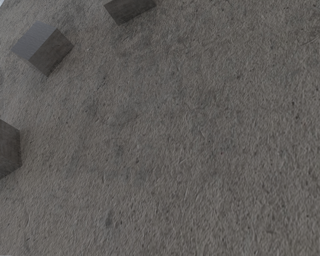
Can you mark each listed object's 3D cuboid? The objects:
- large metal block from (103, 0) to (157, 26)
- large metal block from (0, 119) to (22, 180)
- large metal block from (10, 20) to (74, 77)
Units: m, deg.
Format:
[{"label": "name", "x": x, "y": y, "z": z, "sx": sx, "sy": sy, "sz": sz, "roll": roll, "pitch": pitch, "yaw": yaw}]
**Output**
[{"label": "large metal block", "x": -0.060, "y": -0.249, "z": 0.572, "sx": 0.080, "sy": 0.050, "sz": 0.080, "roll": -23, "pitch": 53, "yaw": 14}, {"label": "large metal block", "x": -0.280, "y": 0.041, "z": 0.510, "sx": 0.080, "sy": 0.050, "sz": 0.080, "roll": -31, "pitch": 52, "yaw": 8}, {"label": "large metal block", "x": -0.230, "y": -0.156, "z": 0.605, "sx": 0.080, "sy": 0.050, "sz": 0.080, "roll": 29, "pitch": 78, "yaw": 37}]
